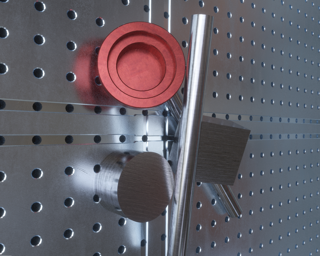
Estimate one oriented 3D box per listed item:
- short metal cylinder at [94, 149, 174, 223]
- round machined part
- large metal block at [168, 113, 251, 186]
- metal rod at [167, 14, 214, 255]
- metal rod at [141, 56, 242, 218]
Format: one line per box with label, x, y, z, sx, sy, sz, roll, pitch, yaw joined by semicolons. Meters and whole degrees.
short metal cylinder;-0.030;0.066;0.369;0.081;0.050;0.079;0;90;-40
round machined part;-0.023;-0.069;0.362;0.099;0.042;0.097;0;87;-10
large metal block;0.064;0.028;0.420;0.081;0.050;0.079;10;102;-22
metal rod;0.034;0.023;0.369;0.025;0.025;0.298;-4;104;-40
metal rod;0.055;0.023;0.457;0.025;0.025;0.299;-46;118;-30
